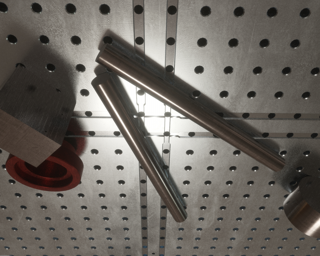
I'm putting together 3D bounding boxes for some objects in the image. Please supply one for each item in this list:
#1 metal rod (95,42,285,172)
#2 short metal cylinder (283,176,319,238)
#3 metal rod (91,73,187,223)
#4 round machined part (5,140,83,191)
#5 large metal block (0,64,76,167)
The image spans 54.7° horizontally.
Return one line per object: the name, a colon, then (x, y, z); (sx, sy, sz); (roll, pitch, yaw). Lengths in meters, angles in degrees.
metal rod: (0.055, -0.015, 0.399); (0.301, 0.025, 0.025); (30, 124, -24)
short metal cylinder: (0.244, 0.122, 0.484); (0.081, 0.080, 0.050); (10, 129, -9)
metal rod: (-0.016, 0.049, 0.453); (0.025, 0.025, 0.299); (-16, 129, 13)
round machined part: (-0.156, 0.046, 0.431); (0.099, 0.042, 0.097); (2, 140, 2)
large metal block: (-0.154, -0.015, 0.361); (0.050, 0.080, 0.080); (-37, 121, 26)
